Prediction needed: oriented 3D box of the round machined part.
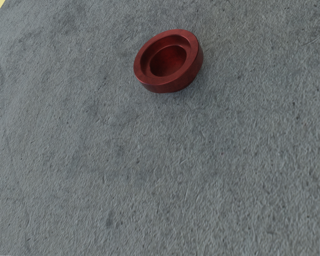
[{"bbox_3d":[0.015,-0.089,0.441,0.098,0.042,0.098,-13,56,21],"label":"round machined part"}]
